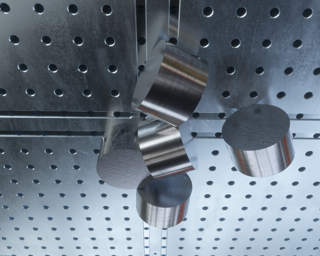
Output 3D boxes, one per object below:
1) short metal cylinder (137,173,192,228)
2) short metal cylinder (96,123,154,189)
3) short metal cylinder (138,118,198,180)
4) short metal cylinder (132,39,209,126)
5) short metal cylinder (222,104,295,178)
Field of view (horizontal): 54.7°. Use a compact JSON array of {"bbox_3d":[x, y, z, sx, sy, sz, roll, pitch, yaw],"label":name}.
[{"bbox_3d":[0.005,0.100,0.460,0.081,0.080,0.050,3,130,-3],"label":"short metal cylinder"},{"bbox_3d":[-0.044,0.040,0.429,0.081,0.050,0.079,0,130,0],"label":"short metal cylinder"},{"bbox_3d":[0.012,0.021,0.393,0.050,0.080,0.080,-18,128,14],"label":"short metal cylinder"},{"bbox_3d":[0.009,-0.048,0.335,0.050,0.080,0.080,22,127,-18],"label":"short metal cylinder"},{"bbox_3d":[0.124,0.015,0.390,0.080,0.080,0.050,-17,128,14],"label":"short metal cylinder"}]
